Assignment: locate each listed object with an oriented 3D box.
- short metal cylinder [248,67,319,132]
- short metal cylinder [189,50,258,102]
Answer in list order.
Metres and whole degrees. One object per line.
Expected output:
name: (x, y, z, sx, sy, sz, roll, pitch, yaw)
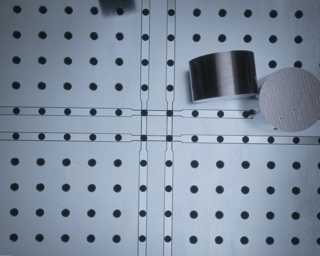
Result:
short metal cylinder: (0.161, -0.035, 0.402, 0.081, 0.050, 0.079, 0, 90, 0)
short metal cylinder: (0.078, -0.062, 0.386, 0.080, 0.080, 0.050, -6, 90, 0)
